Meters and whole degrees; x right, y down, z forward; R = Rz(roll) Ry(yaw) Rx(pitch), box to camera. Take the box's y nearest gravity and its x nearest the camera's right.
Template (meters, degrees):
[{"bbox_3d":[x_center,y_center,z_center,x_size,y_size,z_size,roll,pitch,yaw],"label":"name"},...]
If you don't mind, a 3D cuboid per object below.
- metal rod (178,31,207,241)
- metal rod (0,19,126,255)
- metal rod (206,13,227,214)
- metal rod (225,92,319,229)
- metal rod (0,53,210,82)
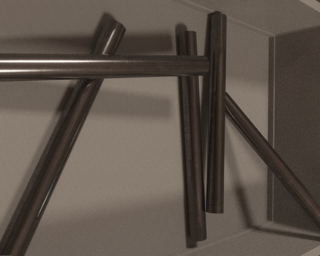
[{"bbox_3d":[0.048,0.013,0.448,0.025,0.025,0.298,-6,94,-40],"label":"metal rod"},{"bbox_3d":[-0.102,0.015,0.322,0.025,0.025,0.299,33,70,-36],"label":"metal rod"},{"bbox_3d":[0.086,-0.026,0.466,0.025,0.025,0.298,9,80,-40],"label":"metal rod"},{"bbox_3d":[0.191,0.065,0.494,0.300,0.025,0.025,50,57,-1],"label":"metal rod"},{"bbox_3d":[-0.074,-0.062,0.315,0.303,0.025,0.025,-7,95,-31],"label":"metal rod"}]
